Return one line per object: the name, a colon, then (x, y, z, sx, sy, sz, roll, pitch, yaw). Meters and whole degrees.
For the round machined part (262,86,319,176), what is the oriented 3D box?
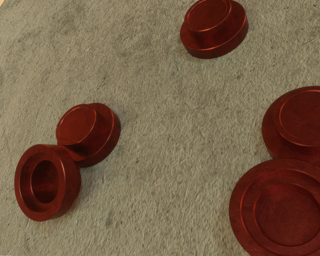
round machined part: (0.154, -0.003, 0.314, 0.098, 0.042, 0.098, -13, 56, 21)

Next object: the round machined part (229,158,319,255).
round machined part: (0.117, 0.080, 0.282, 0.098, 0.042, 0.098, -13, 56, 21)

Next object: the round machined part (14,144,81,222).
round machined part: (-0.144, 0.070, 0.411, 0.098, 0.042, 0.097, -3, 84, 31)

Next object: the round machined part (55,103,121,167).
round machined part: (-0.110, 0.004, 0.449, 0.098, 0.042, 0.098, -13, 56, 21)

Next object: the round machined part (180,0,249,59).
round machined part: (0.074, -0.151, 0.447, 0.098, 0.042, 0.098, -13, 56, 21)
